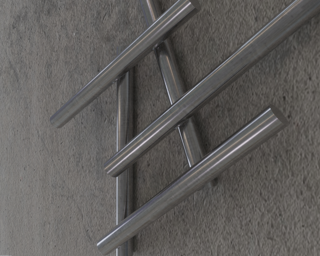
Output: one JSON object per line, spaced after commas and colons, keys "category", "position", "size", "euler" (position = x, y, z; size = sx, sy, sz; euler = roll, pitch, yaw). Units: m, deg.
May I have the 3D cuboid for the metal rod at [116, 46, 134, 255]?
{"category": "metal rod", "position": [-0.051, 0.034, 0.446], "size": [0.025, 0.025, 0.298], "euler": [0, 90, 40]}

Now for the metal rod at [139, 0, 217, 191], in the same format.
{"category": "metal rod", "position": [0.014, -0.070, 0.393], "size": [0.025, 0.025, 0.299], "euler": [-26, 74, 37]}

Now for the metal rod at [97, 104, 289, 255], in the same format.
{"category": "metal rod", "position": [0.016, 0.077, 0.358], "size": [0.299, 0.025, 0.025], "euler": [-44, 64, 31]}

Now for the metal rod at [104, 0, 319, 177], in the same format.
{"category": "metal rod", "position": [0.042, -0.035, 0.343], "size": [0.299, 0.025, 0.025], "euler": [-40, 66, 23]}

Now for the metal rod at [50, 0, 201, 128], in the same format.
{"category": "metal rod", "position": [-0.067, -0.075, 0.426], "size": [0.299, 0.025, 0.025], "euler": [-32, 70, 35]}
